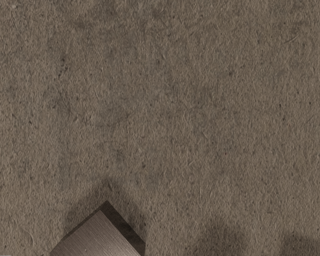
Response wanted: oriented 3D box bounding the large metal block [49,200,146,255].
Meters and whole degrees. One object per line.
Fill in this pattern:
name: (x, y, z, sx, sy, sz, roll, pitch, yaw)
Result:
large metal block: (-0.076, 0.154, 0.397, 0.080, 0.050, 0.080, -41, 91, 0)
